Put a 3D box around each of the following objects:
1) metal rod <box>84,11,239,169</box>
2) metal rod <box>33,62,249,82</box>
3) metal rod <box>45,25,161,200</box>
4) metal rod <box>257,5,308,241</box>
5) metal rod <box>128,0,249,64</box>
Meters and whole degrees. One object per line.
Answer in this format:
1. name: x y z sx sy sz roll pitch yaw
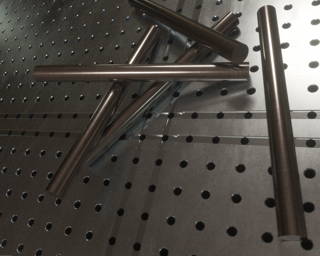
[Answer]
1. metal rod: -0.002 -0.056 0.442 0.300 0.025 0.025 -44 51 -3
2. metal rod: -0.034 -0.076 0.427 0.301 0.025 0.025 2 62 13
3. metal rod: -0.068 -0.039 0.441 0.025 0.025 0.300 8 58 31
4. metal rod: 0.134 -0.030 0.355 0.025 0.025 0.299 -8 58 23
5. metal rod: 0.023 -0.163 0.470 0.025 0.025 0.300 -42 44 -1
